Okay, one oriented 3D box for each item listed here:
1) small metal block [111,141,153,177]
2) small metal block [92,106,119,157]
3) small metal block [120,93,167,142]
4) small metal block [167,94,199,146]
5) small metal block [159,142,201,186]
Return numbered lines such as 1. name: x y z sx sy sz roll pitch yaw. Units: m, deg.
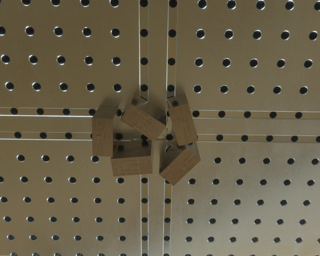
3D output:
1. small metal block: -0.035 0.040 0.414 0.050 0.050 0.025 -5 110 1
2. small metal block: -0.070 0.003 0.401 0.025 0.050 0.050 3 111 -1
3. small metal block: -0.020 -0.015 0.394 0.050 0.050 0.025 32 108 -12
4. small metal block: 0.028 -0.012 0.395 0.025 0.050 0.050 -15 109 5
5. small metal block: 0.025 0.041 0.415 0.025 0.050 0.050 41 105 -13
